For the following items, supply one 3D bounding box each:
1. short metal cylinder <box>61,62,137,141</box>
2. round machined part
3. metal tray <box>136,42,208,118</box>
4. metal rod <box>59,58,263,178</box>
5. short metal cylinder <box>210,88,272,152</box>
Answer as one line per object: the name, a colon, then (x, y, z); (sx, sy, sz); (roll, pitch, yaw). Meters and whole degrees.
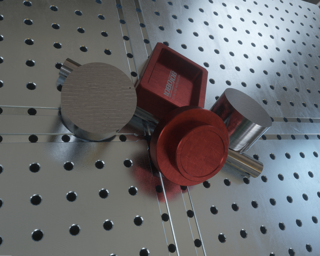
short metal cylinder: (-0.072, -0.028, 0.355); (0.081, 0.050, 0.080); (4, 77, -18)
round machined part: (0.041, 0.025, 0.369); (0.099, 0.042, 0.097); (-6, 106, -21)
metal tray: (0.018, -0.061, 0.433); (0.090, 0.030, 0.130); (28, 39, -10)
metal rod: (0.009, -0.008, 0.418); (0.301, 0.025, 0.025); (28, 52, -11)
short metal cylinder: (0.111, -0.012, 0.444); (0.080, 0.050, 0.080); (24, 33, -17)
